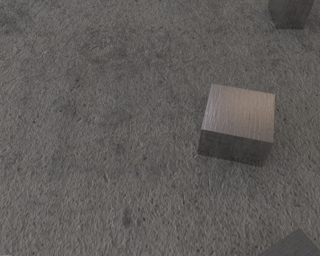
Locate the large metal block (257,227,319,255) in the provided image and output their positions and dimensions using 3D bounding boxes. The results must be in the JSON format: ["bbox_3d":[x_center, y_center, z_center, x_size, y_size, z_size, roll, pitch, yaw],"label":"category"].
[{"bbox_3d":[0.111,0.148,0.264,0.081,0.050,0.080,-24,54,-19],"label":"large metal block"}]

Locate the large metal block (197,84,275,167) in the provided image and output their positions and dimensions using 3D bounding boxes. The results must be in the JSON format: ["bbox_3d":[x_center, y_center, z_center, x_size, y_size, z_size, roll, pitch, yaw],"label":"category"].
[{"bbox_3d":[0.096,-0.005,0.391,0.080,0.050,0.080,11,51,9],"label":"large metal block"}]

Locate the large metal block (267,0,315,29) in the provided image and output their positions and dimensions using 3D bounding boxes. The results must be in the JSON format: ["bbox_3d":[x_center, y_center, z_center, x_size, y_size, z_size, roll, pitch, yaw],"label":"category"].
[{"bbox_3d":[0.242,-0.240,0.571,0.050,0.080,0.080,1,50,1],"label":"large metal block"}]
